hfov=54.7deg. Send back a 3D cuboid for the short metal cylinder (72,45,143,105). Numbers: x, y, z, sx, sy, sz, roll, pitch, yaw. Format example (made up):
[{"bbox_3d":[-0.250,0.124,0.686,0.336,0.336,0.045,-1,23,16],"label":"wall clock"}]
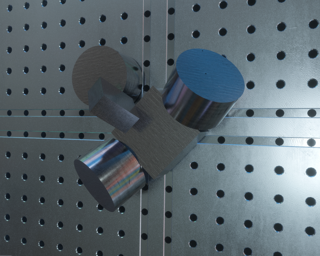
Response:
[{"bbox_3d":[-0.070,-0.066,0.420,0.080,0.050,0.079,0,90,20],"label":"short metal cylinder"}]

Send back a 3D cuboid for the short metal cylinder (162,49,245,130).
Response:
[{"bbox_3d":[0.048,-0.045,0.355,0.080,0.081,0.050,45,142,14],"label":"short metal cylinder"}]

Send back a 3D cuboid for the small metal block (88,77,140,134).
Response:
[{"bbox_3d":[-0.055,-0.027,0.362,0.025,0.050,0.050,-47,32,16],"label":"small metal block"}]

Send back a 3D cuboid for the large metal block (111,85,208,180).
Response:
[{"bbox_3d":[0.001,0.005,0.393,0.080,0.050,0.080,46,104,14],"label":"large metal block"}]

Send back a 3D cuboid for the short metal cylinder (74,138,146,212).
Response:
[{"bbox_3d":[-0.064,0.059,0.396,0.080,0.050,0.080,35,145,29],"label":"short metal cylinder"}]
